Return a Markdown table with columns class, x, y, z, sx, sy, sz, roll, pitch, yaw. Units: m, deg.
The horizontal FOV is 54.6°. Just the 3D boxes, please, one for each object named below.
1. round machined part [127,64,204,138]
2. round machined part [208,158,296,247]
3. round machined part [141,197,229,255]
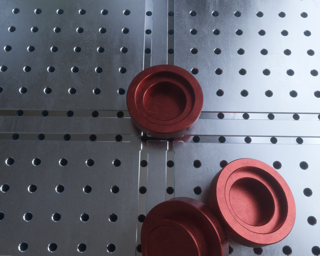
| class | x | y | z | sx | sy | sz | roll | pitch | yaw |
| --- | --- | --- | --- | --- | --- | --- | --- | --- | --- |
| round machined part | 0.006 | -0.032 | 0.415 | 0.099 | 0.042 | 0.098 | 0 | 70 | 0 |
| round machined part | 0.102 | 0.088 | 0.362 | 0.099 | 0.042 | 0.098 | 8 | 59 | -13 |
| round machined part | 0.020 | 0.127 | 0.331 | 0.098 | 0.042 | 0.097 | 0 | 90 | 30 |
